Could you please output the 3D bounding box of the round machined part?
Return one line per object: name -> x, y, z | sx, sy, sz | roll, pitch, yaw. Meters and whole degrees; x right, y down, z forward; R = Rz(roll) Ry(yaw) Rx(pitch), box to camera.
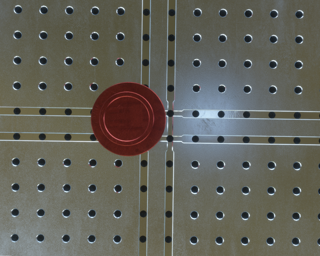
round machined part -> -0.041, -0.012, 0.405 | 0.099, 0.042, 0.097 | 0, 90, 0
